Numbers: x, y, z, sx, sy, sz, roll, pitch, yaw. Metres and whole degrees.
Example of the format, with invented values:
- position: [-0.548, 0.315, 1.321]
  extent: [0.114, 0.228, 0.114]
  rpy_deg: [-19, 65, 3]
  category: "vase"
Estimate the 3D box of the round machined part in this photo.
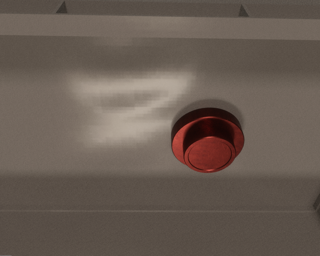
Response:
- position: [0.065, 0.023, 0.419]
  extent: [0.099, 0.042, 0.097]
  rpy_deg: [-1, 130, 0]
  category: "round machined part"
